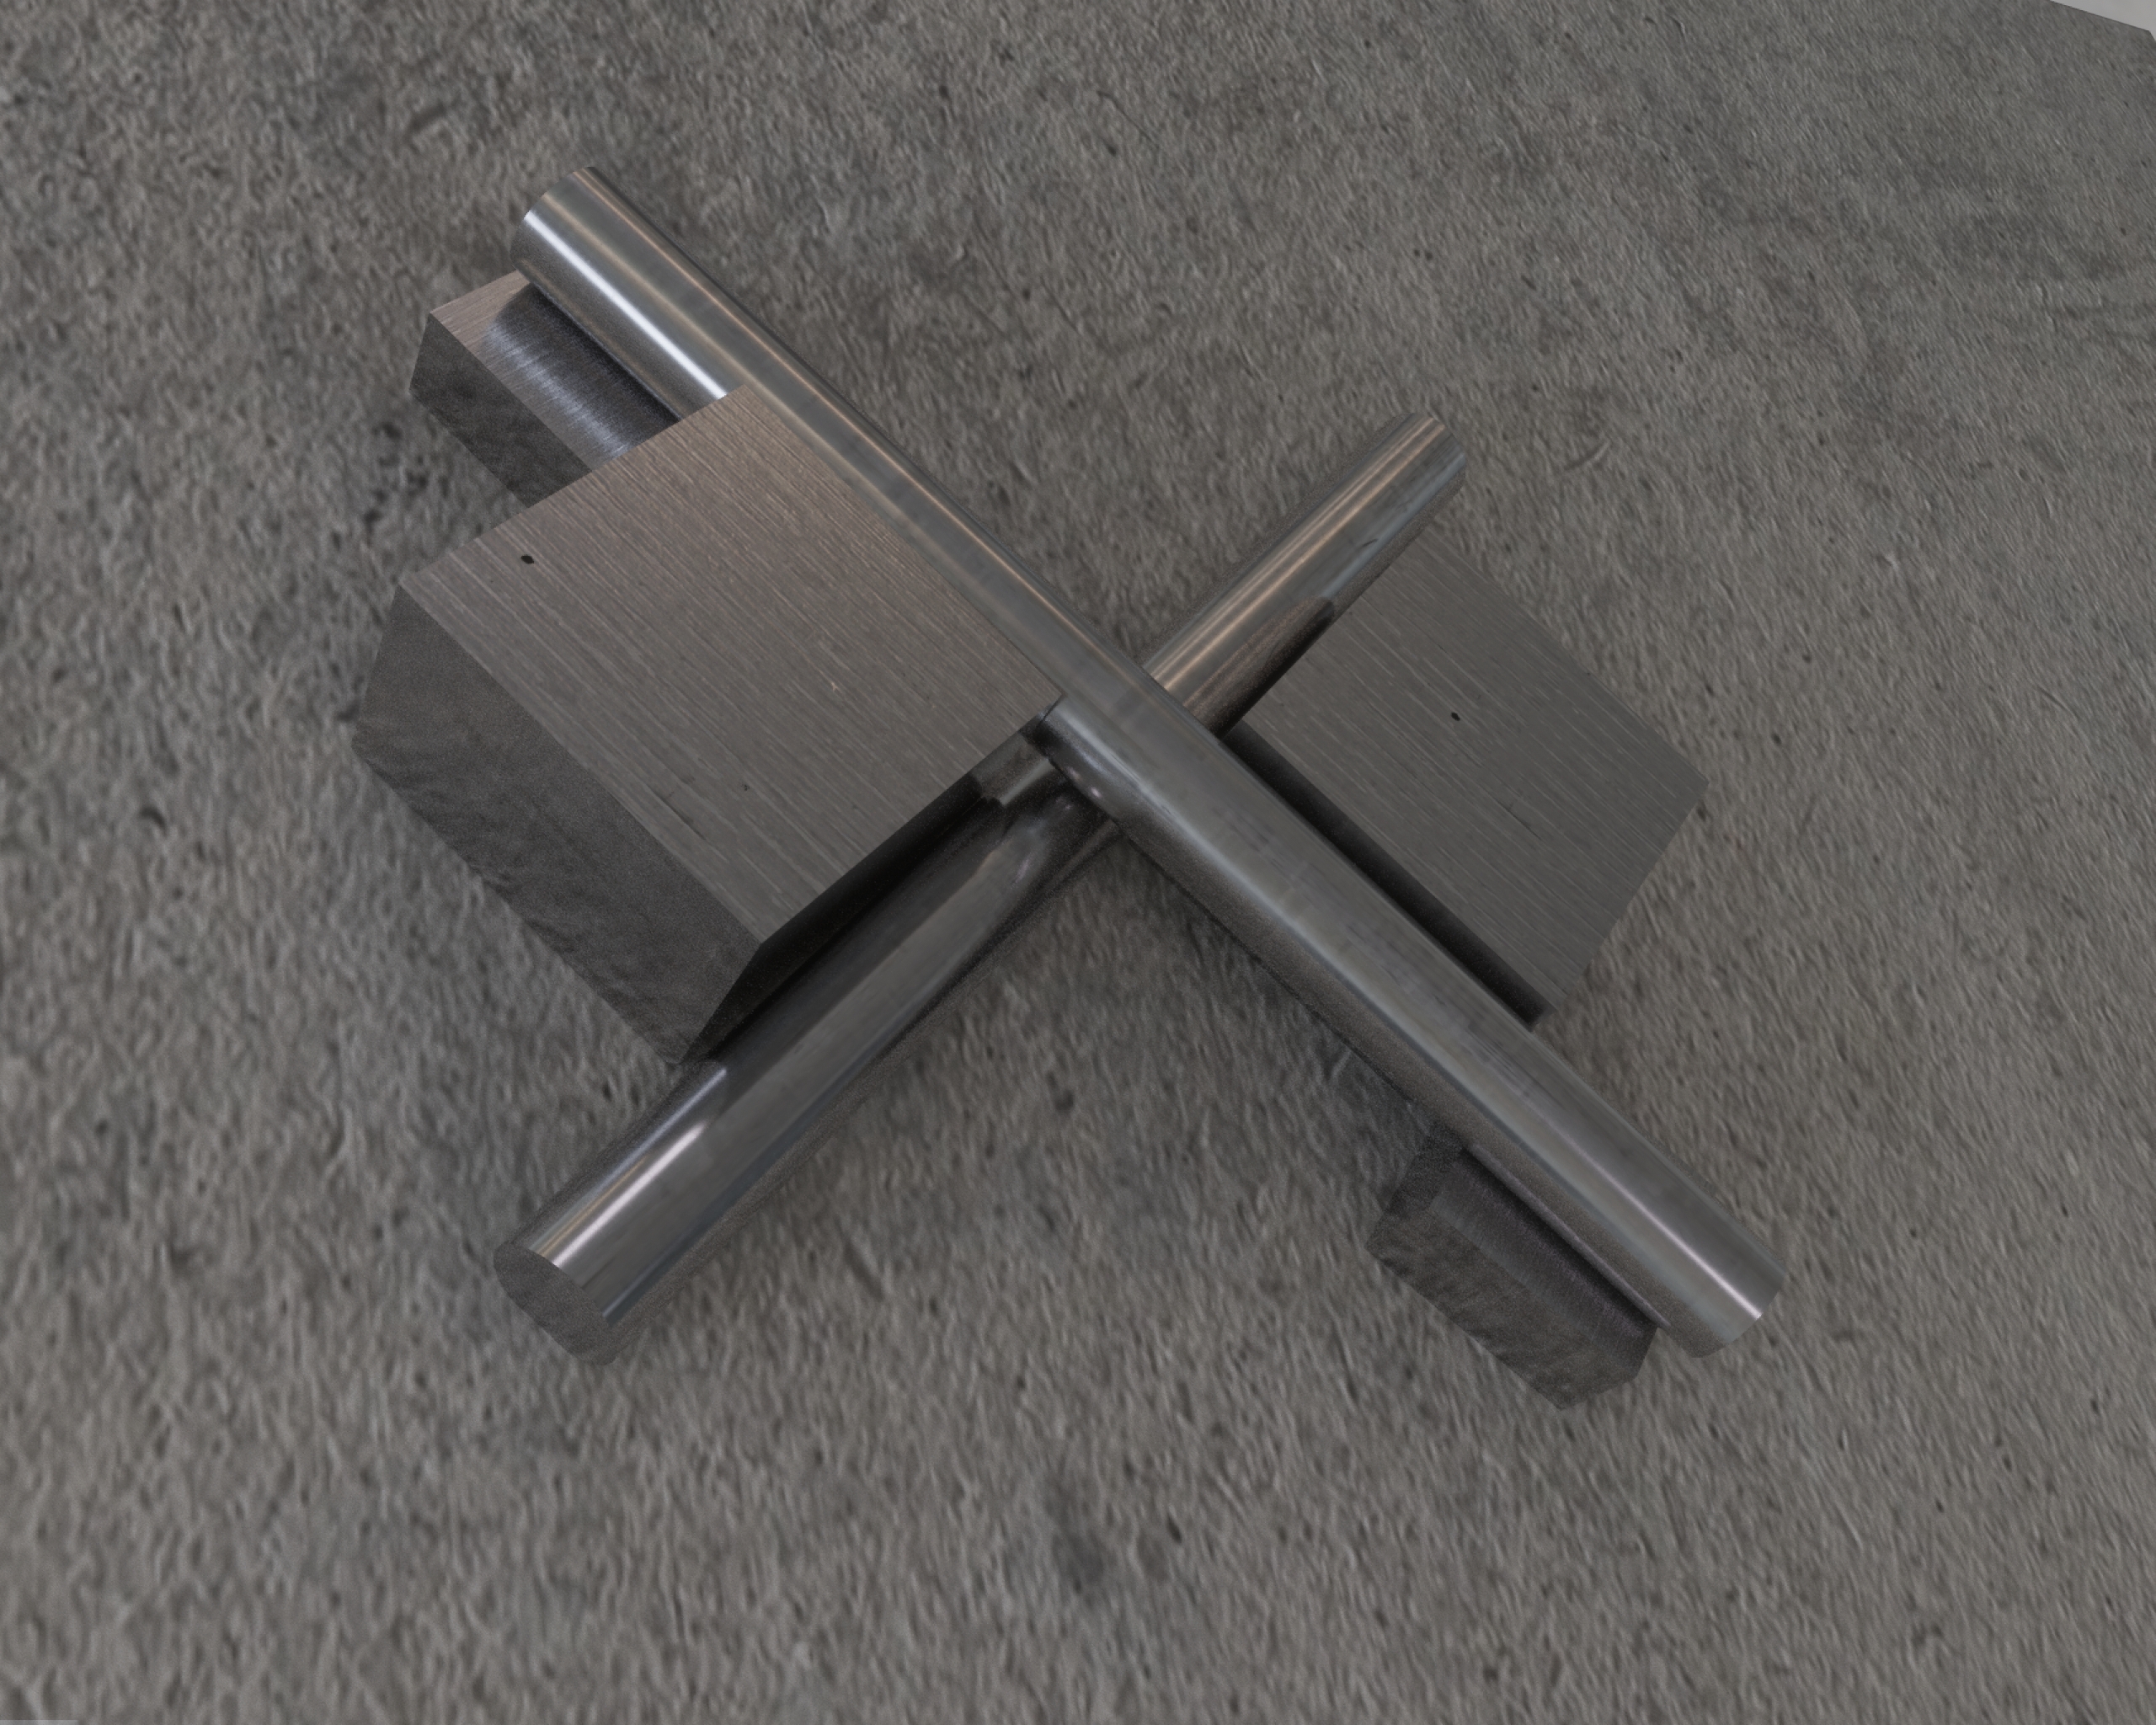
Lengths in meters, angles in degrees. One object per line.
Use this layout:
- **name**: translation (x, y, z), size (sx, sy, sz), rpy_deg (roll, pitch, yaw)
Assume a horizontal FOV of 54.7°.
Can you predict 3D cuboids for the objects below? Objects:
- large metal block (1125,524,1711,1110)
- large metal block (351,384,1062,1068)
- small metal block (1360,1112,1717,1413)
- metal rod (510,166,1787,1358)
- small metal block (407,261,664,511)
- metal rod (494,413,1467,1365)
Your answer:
- **large metal block**: translation (0.071, -0.010, 0.434), size (0.080, 0.050, 0.080), rpy_deg (43, 51, 1)
- **large metal block**: translation (-0.065, -0.025, 0.367), size (0.080, 0.050, 0.080), rpy_deg (45, 51, 3)
- **small metal block**: translation (0.092, 0.070, 0.412), size (0.050, 0.025, 0.050), rpy_deg (40, 51, -1)
- **metal rod**: translation (0.012, -0.019, 0.391), size (0.300, 0.025, 0.025), rpy_deg (43, 51, 1)
- **small metal block**: translation (-0.094, -0.092, 0.412), size (0.050, 0.025, 0.050), rpy_deg (45, 51, 2)
- **metal rod**: translation (0.002, -0.015, 0.416), size (0.025, 0.025, 0.302), rpy_deg (43, 51, 1)
